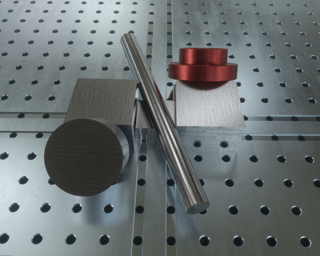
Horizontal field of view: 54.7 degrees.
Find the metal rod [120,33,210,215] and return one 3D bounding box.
[{"bbox_3d":[-0.006,-0.030,0.399,0.025,0.025,0.300,-13,51,-11],"label":"metal rod"}]

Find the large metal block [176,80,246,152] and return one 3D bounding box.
[{"bbox_3d":[0.061,-0.017,0.406,0.081,0.050,0.080,1,50,0],"label":"large metal block"}]

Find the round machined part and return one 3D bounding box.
[{"bbox_3d":[0.061,-0.093,0.443,0.099,0.042,0.098,1,15,0],"label":"round machined part"}]

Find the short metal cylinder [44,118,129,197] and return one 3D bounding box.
[{"bbox_3d":[-0.077,0.029,0.339,0.080,0.050,0.079,0,93,1],"label":"short metal cylinder"}]

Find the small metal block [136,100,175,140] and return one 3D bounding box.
[{"bbox_3d":[-0.005,-0.011,0.417,0.050,0.025,0.050,1,50,0],"label":"small metal block"}]

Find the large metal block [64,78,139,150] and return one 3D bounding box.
[{"bbox_3d":[-0.072,-0.019,0.408,0.080,0.050,0.080,2,50,1],"label":"large metal block"}]
